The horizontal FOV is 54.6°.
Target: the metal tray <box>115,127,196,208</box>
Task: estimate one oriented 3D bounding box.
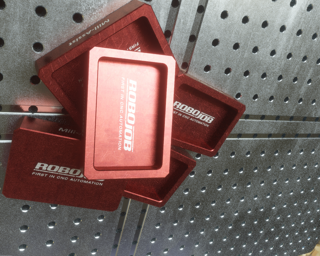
[{"bbox_3d":[-0.022,0.054,0.427,0.131,0.030,0.090,28,103,-38],"label":"metal tray"}]

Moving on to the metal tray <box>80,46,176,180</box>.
[{"bbox_3d":[-0.034,-0.014,0.325,0.091,0.030,0.129,2,93,-21],"label":"metal tray"}]

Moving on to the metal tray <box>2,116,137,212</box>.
[{"bbox_3d":[-0.102,0.045,0.358,0.131,0.030,0.089,13,113,-19],"label":"metal tray"}]

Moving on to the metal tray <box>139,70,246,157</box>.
[{"bbox_3d":[0.045,-0.017,0.420,0.131,0.030,0.090,19,109,-36],"label":"metal tray"}]

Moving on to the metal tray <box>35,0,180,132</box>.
[{"bbox_3d":[-0.052,-0.065,0.337,0.130,0.030,0.090,-34,128,-6],"label":"metal tray"}]
